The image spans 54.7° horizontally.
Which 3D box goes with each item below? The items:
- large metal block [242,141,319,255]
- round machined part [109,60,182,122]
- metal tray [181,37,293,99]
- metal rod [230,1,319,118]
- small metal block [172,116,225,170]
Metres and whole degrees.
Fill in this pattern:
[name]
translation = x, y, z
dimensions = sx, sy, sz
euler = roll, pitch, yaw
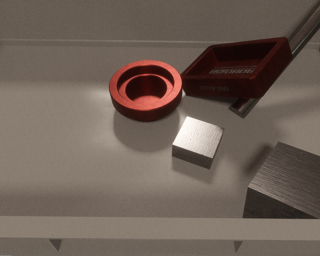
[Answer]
[large metal block]
translation = 0.142, 0.069, 0.318
dimensions = 0.080, 0.050, 0.080
euler = 23, 45, 30
[round machined part]
translation = -0.018, -0.047, 0.431
dimensions = 0.099, 0.042, 0.098
euler = -2, 51, 2
[metal tray]
translation = 0.099, -0.082, 0.424
dimensions = 0.130, 0.030, 0.090
euler = 10, 50, 49
[metal rod]
translation = 0.204, -0.136, 0.434
dimensions = 0.025, 0.025, 0.300
euler = 39, 87, 27
[small metal block]
translation = 0.048, 0.018, 0.391
dimensions = 0.050, 0.025, 0.050
euler = 19, 52, 15
